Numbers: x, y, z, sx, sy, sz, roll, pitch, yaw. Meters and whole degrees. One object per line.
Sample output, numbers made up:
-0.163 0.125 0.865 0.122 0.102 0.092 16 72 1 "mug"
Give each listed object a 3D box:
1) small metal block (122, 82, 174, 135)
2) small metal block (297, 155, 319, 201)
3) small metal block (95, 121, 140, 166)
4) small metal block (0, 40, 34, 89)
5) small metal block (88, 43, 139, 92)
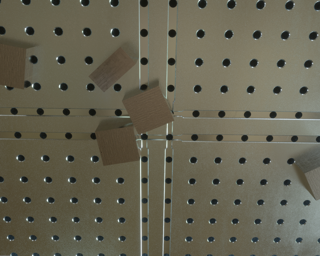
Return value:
-0.015 -0.026 0.404 0.050 0.025 0.050 -22 109 8 "small metal block"
0.232 0.067 0.440 0.050 0.025 0.050 -27 108 9 "small metal block"
-0.056 0.020 0.420 0.050 0.025 0.050 -9 110 3 "small metal block"
-0.187 -0.079 0.383 0.050 0.025 0.050 11 110 -4 "small metal block"
-0.054 -0.074 0.372 0.050 0.050 0.025 -39 106 13 "small metal block"
